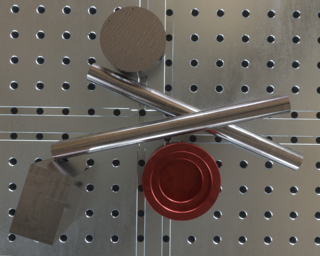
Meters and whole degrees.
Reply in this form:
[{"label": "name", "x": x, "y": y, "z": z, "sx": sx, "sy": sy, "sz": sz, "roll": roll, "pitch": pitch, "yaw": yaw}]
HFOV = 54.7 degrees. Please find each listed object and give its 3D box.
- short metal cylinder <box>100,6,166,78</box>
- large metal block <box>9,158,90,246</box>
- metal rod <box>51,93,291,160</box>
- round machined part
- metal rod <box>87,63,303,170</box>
[{"label": "short metal cylinder", "x": -0.033, "y": -0.108, "z": 0.400, "sx": 0.081, "sy": 0.050, "sz": 0.079, "roll": 0, "pitch": 90, "yaw": -1}, {"label": "large metal block", "x": -0.132, "y": 0.085, "z": 0.384, "sx": 0.050, "sy": 0.080, "sz": 0.080, "roll": 18, "pitch": 90, "yaw": 0}, {"label": "metal rod", "x": 0.007, "y": 0.000, "z": 0.393, "sx": 0.301, "sy": 0.025, "sz": 0.025, "roll": -12, "pitch": 90, "yaw": 7}, {"label": "round machined part", "x": 0.027, "y": 0.067, "z": 0.405, "sx": 0.099, "sy": 0.042, "sz": 0.097, "roll": 0, "pitch": 90, "yaw": -1}, {"label": "metal rod", "x": 0.047, "y": -0.015, "z": 0.413, "sx": 0.301, "sy": 0.025, "sz": 0.025, "roll": 24, "pitch": 90, "yaw": -1}]
